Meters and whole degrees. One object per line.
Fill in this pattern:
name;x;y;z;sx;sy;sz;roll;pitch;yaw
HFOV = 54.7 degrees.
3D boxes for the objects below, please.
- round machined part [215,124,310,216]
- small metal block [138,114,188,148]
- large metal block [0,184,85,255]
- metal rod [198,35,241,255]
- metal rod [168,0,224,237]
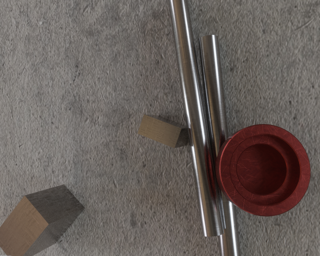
round machined part;0.111;0.046;0.349;0.099;0.042;0.097;0;83;-3
small metal block;0.007;0.003;0.392;0.050;0.050;0.025;21;98;18
large metal block;-0.168;0.132;0.437;0.050;0.080;0.080;44;103;14
metal rod;0.074;0.036;0.382;0.025;0.025;0.298;-6;88;19
metal rod;0.042;-0.024;0.380;0.025;0.025;0.298;-10;82;19
